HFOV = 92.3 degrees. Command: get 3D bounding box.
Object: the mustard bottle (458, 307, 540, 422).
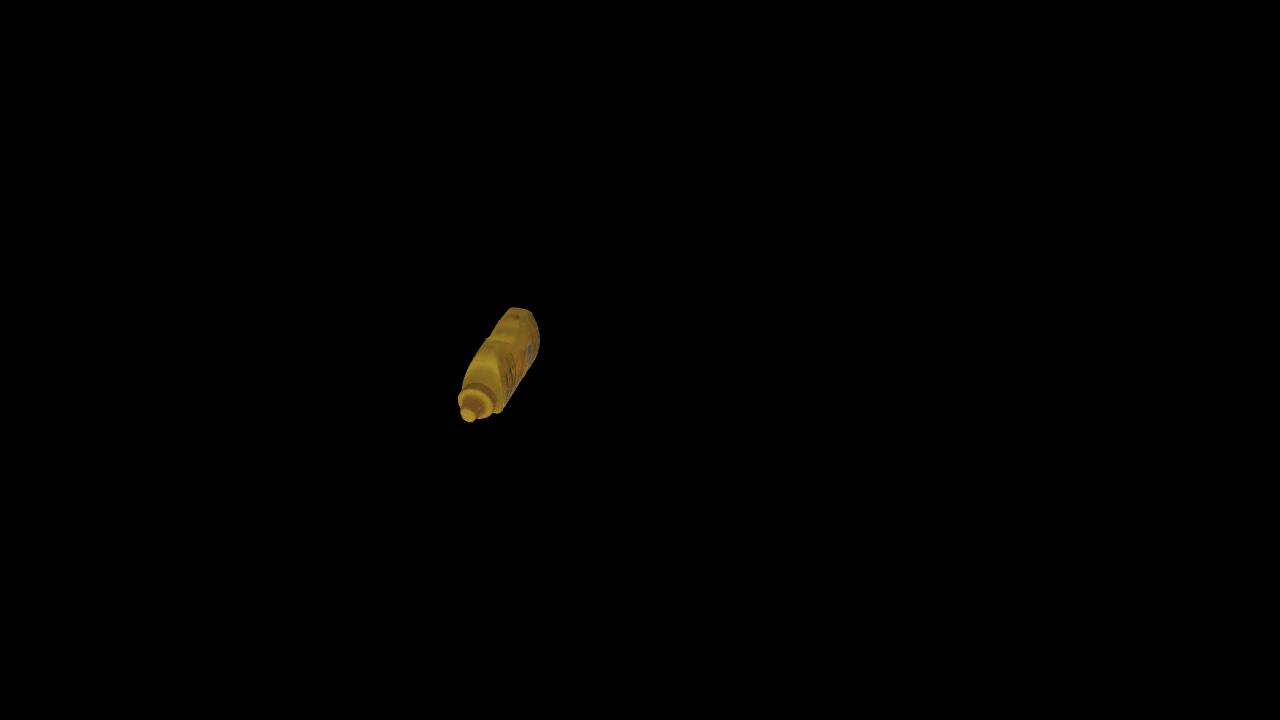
[{"bbox_3d":[-0.173,0.014,0.745,0.054,0.092,0.184,14,33,2],"label":"mustard bottle"}]
